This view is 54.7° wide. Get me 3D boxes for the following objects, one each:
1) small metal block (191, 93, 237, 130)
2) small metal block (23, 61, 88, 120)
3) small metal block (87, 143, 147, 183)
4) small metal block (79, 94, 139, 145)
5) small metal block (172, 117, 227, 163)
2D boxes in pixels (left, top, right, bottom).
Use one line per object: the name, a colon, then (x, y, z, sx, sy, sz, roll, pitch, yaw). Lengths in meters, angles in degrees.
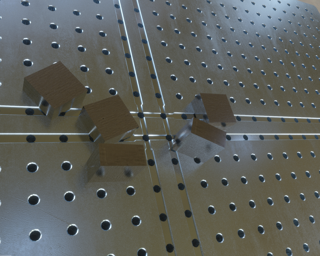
small metal block: (0.081, -0.024, 0.469, 0.050, 0.025, 0.050, 0, 62, -29)
small metal block: (-0.125, -0.045, 0.370, 0.050, 0.025, 0.050, 46, 51, 4)
small metal block: (-0.049, 0.040, 0.343, 0.050, 0.050, 0.025, 4, 60, -27)
small metal block: (-0.063, -0.008, 0.380, 0.050, 0.025, 0.050, -25, 75, -37)
small metal block: (0.052, 0.017, 0.411, 0.050, 0.050, 0.025, 24, 53, -14)
